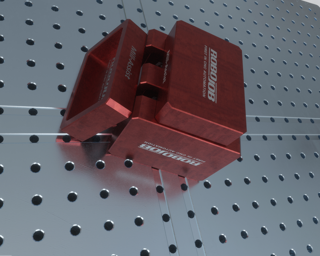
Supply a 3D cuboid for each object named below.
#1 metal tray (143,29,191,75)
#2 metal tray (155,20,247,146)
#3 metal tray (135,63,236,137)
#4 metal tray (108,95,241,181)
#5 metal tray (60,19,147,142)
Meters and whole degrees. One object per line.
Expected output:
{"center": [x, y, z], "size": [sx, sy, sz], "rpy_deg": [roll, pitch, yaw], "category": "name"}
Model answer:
{"center": [0.028, -0.070, 0.422], "size": [0.131, 0.090, 0.030], "rpy_deg": [19, 55, -17], "category": "metal tray"}
{"center": [0.048, -0.053, 0.346], "size": [0.091, 0.030, 0.130], "rpy_deg": [19, 54, -17], "category": "metal tray"}
{"center": [0.021, -0.021, 0.389], "size": [0.131, 0.090, 0.030], "rpy_deg": [19, 53, -19], "category": "metal tray"}
{"center": [0.016, 0.018, 0.363], "size": [0.131, 0.090, 0.030], "rpy_deg": [19, 55, -17], "category": "metal tray"}
{"center": [-0.064, -0.057, 0.363], "size": [0.030, 0.090, 0.130], "rpy_deg": [35, 47, -34], "category": "metal tray"}
